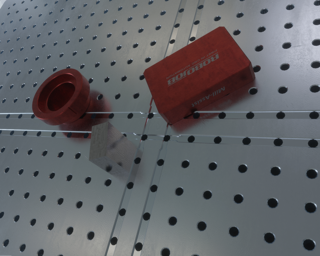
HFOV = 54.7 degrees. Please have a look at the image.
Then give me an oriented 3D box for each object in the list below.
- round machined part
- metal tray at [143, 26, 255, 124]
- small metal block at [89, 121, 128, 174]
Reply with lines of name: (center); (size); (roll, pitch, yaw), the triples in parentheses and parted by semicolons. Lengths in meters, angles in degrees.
round machined part: (-0.155, -0.046, 0.507); (0.098, 0.042, 0.098); (-13, 56, 21)
metal tray: (0.049, -0.073, 0.424); (0.130, 0.030, 0.090); (-28, 52, 10)
small metal block: (-0.067, 0.027, 0.410); (0.025, 0.050, 0.050); (-16, 56, 19)
